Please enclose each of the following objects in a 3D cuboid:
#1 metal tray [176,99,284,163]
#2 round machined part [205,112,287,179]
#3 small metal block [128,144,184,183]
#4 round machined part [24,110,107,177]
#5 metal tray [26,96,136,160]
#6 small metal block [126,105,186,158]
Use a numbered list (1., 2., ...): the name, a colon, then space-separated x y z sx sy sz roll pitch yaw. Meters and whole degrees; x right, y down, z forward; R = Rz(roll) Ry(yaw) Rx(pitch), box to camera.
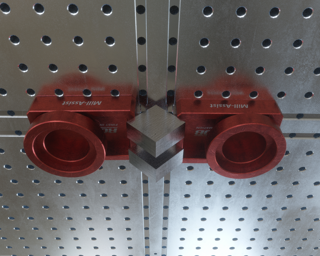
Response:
1. metal tray: 0.086 0.006 0.415 0.131 0.030 0.089 0 131 -1
2. round machined part: 0.107 0.018 0.400 0.099 0.042 0.097 0 130 0
3. small metal block: -0.005 0.036 0.407 0.050 0.050 0.025 33 139 32
4. round machined part: -0.117 0.016 0.396 0.099 0.042 0.097 0 130 0
5. metal tray: -0.095 0.002 0.411 0.131 0.030 0.089 -1 132 0
6. small metal block: -0.005 0.002 0.378 0.050 0.050 0.025 33 139 32
